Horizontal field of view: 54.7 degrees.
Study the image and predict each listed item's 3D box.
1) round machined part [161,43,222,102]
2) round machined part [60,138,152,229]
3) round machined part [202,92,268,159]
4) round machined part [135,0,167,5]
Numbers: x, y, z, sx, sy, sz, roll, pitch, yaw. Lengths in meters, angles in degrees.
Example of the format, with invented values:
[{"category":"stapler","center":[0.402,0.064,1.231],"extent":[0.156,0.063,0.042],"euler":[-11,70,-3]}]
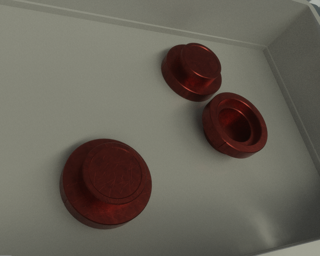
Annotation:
[{"category":"round machined part","center":[0.055,-0.093,0.481],"extent":[0.099,0.042,0.098],"euler":[14,56,-21]},{"category":"round machined part","center":[-0.053,0.054,0.333],"extent":[0.099,0.042,0.098],"euler":[14,56,-21]},{"category":"round machined part","center":[0.103,0.000,0.450],"extent":[0.099,0.042,0.098],"euler":[14,56,-21]},{"category":"round machined part","center":[-0.025,-0.255,0.539],"extent":[0.099,0.042,0.098],"euler":[14,56,-21]}]
